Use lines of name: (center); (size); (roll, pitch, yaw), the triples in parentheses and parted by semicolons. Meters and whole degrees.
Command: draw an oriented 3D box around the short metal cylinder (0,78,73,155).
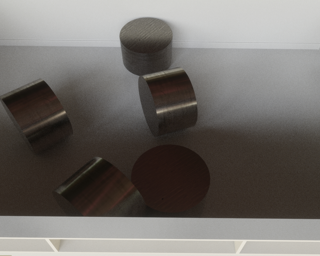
short metal cylinder: (-0.151, -0.014, 0.379); (0.050, 0.080, 0.080); (-32, 58, -24)

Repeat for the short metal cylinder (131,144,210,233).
short metal cylinder: (0.011, 0.065, 0.335); (0.081, 0.050, 0.080); (0, 50, 0)

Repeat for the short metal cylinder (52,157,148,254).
short metal cylinder: (-0.059, 0.075, 0.306); (0.080, 0.080, 0.050); (33, 58, 24)

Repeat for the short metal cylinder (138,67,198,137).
short metal cylinder: (0.008, -0.034, 0.398); (0.050, 0.080, 0.080); (-16, 52, -13)

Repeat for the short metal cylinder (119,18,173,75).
short metal cylinder: (-0.021, -0.128, 0.490); (0.081, 0.050, 0.080); (0, 58, 0)
